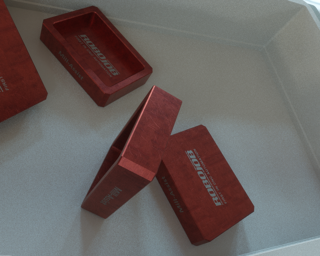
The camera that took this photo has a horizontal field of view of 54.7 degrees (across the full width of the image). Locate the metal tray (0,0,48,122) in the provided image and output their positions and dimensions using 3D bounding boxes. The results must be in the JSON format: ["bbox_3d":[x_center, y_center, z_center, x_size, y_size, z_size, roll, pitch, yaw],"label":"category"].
[{"bbox_3d":[-0.180,-0.069,0.301,0.091,0.030,0.129,-40,121,-41],"label":"metal tray"}]

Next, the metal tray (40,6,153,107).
[{"bbox_3d":[-0.084,-0.100,0.419,0.130,0.030,0.091,49,51,6],"label":"metal tray"}]

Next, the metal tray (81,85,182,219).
[{"bbox_3d":[-0.031,0.028,0.305,0.030,0.129,0.090,29,52,-10],"label":"metal tray"}]

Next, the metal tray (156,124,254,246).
[{"bbox_3d":[0.050,0.067,0.390,0.091,0.030,0.130,-18,72,-35],"label":"metal tray"}]
